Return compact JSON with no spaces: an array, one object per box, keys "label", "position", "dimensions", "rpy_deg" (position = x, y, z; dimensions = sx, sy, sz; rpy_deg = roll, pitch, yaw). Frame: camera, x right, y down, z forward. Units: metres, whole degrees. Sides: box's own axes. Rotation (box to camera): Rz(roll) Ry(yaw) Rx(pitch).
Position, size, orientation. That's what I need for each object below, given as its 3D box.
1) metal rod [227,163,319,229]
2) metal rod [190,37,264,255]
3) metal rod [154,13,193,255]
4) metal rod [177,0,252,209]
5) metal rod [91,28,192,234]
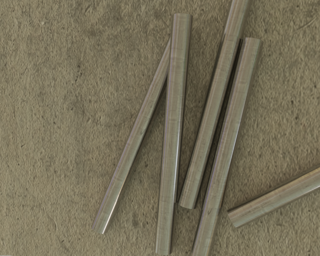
[{"label":"metal rod","position":[0.210,0.033,0.334],"dimensions":[0.300,0.025,0.025],"rpy_deg":[-33,80,17]},{"label":"metal rod","position":[0.078,0.041,0.381],"dimensions":[0.025,0.025,0.298],"rpy_deg":[14,95,19]},{"label":"metal rod","position":[0.016,0.013,0.389],"dimensions":[0.025,0.025,0.298],"rpy_deg":[7,97,20]},{"label":"metal rod","position":[0.071,-0.046,0.383],"dimensions":[0.025,0.025,0.298],"rpy_deg":[16,95,19]},{"label":"metal rod","position":[-0.028,0.006,0.418],"dimensions":[0.025,0.025,0.298],"rpy_deg":[26,98,18]}]
